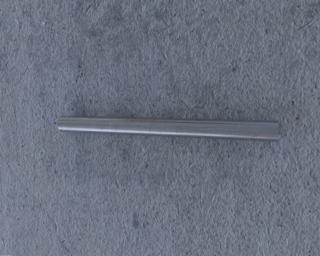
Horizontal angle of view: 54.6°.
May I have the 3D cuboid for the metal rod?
[{"bbox_3d":[-0.003,-0.001,0.412,0.301,0.025,0.025,2,91,20],"label":"metal rod"}]
